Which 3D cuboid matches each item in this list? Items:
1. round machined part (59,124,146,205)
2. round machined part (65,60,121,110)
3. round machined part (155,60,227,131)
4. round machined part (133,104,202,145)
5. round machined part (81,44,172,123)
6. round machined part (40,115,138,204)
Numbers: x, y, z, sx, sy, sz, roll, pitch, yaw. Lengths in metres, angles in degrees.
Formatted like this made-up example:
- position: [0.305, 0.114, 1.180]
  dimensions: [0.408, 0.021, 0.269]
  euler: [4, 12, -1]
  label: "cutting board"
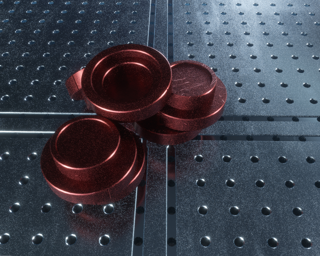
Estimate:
- position: [-0.066, 0.031, 0.343]
  dimensions: [0.099, 0.042, 0.098]
  euler: [0, 50, 0]
  label: "round machined part"
- position: [-0.072, -0.056, 0.419]
  dimensions: [0.099, 0.098, 0.042]
  euler: [-22, 89, -17]
  label: "round machined part"
- position: [0.033, -0.047, 0.380]
  dimensions: [0.099, 0.042, 0.098]
  euler: [0, 49, 0]
  label: "round machined part"
- position: [0.011, -0.029, 0.394]
  dimensions: [0.099, 0.042, 0.098]
  euler: [0, 50, 0]
  label: "round machined part"
- position: [-0.035, -0.046, 0.352]
  dimensions: [0.098, 0.042, 0.098]
  euler: [-1, 58, 2]
  label: "round machined part"
- position: [-0.073, 0.025, 0.320]
  dimensions: [0.099, 0.042, 0.098]
  euler: [0, 50, 0]
  label: "round machined part"
